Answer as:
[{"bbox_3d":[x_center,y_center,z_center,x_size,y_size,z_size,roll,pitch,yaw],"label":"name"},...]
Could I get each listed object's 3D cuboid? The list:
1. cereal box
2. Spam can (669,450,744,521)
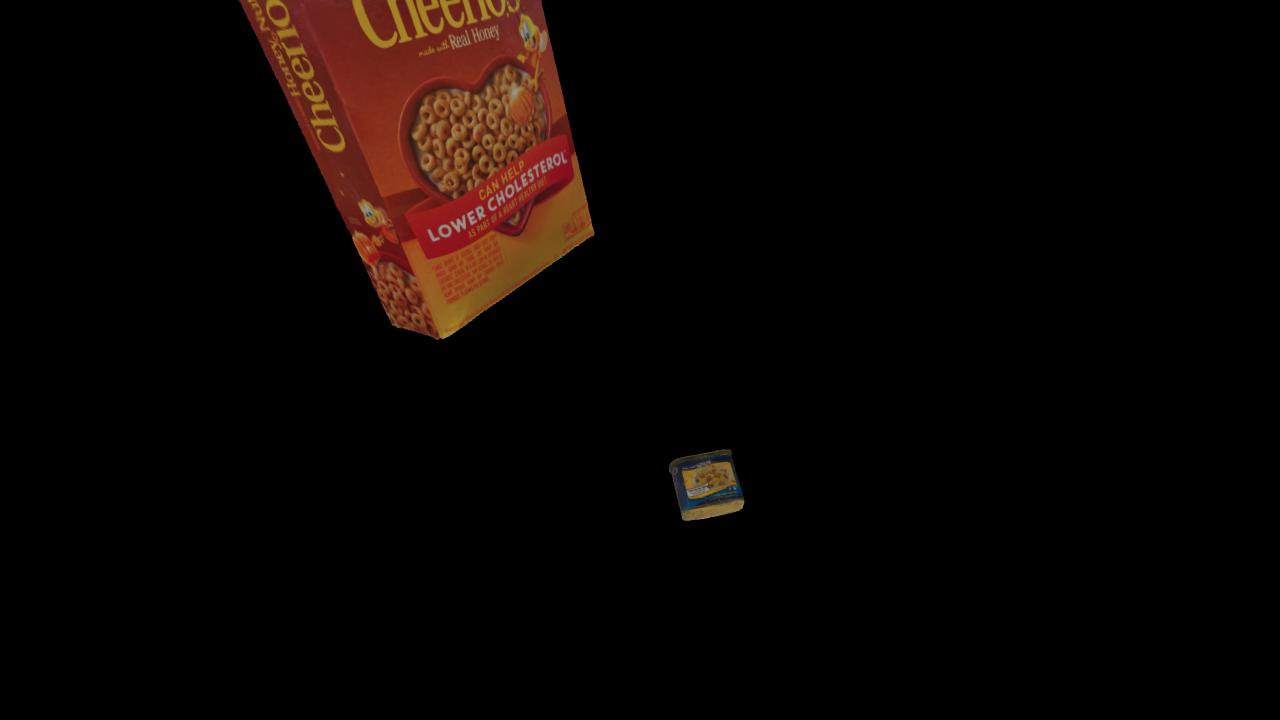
[{"bbox_3d":[-0.150,-0.197,0.471,0.081,0.306,0.203,14,41,32],"label":"cereal box"},{"bbox_3d":[0.103,0.194,0.950,0.101,0.085,0.058,-10,-34,-5],"label":"Spam can"}]
